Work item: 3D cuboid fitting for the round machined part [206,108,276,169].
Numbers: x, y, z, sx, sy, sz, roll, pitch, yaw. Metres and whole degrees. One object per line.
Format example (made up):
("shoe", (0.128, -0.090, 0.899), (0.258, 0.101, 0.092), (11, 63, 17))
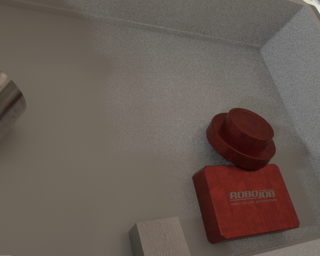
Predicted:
("round machined part", (0.119, 0.008, 0.436), (0.099, 0.042, 0.098), (16, 36, -11))

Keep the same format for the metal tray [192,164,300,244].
("metal tray", (0.114, 0.095, 0.408), (0.131, 0.030, 0.090), (2, 61, -28))

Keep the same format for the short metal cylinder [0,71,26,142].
("short metal cylinder", (-0.176, -0.021, 0.289), (0.080, 0.080, 0.050), (30, 52, -10))

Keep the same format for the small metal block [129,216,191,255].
("small metal block", (0.000, 0.125, 0.326), (0.050, 0.025, 0.050), (1, 52, -28))
